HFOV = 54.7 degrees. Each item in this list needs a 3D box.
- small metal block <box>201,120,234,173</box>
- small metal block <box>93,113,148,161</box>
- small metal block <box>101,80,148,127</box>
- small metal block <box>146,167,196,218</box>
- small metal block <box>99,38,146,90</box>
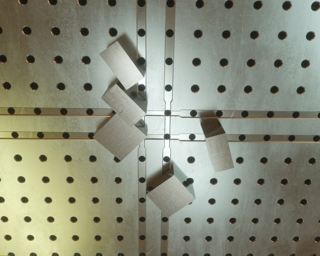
[{"bbox_3d":[0.075,0.023,0.410,0.025,0.050,0.050,-16,110,5],"label":"small metal block"},{"bbox_3d":[-0.052,0.007,0.415,0.050,0.025,0.050,43,104,-15],"label":"small metal block"},{"bbox_3d":[-0.043,-0.034,0.387,0.025,0.050,0.050,-41,106,13],"label":"small metal block"},{"bbox_3d":[0.015,0.093,0.448,0.050,0.025,0.050,-37,107,12],"label":"small metal block"},{"bbox_3d":[-0.043,-0.078,0.371,0.025,0.050,0.050,-33,107,11],"label":"small metal block"}]
